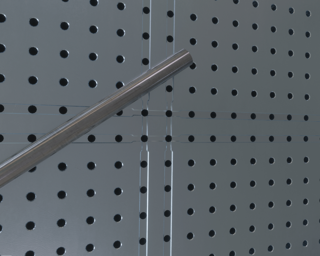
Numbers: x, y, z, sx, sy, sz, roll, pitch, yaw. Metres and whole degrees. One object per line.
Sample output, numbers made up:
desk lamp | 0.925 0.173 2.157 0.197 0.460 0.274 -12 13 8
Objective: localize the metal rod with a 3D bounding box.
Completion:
metal rod | -0.081 -0.015 0.382 0.301 0.025 0.025 -35 102 -17
